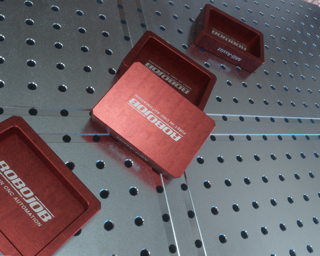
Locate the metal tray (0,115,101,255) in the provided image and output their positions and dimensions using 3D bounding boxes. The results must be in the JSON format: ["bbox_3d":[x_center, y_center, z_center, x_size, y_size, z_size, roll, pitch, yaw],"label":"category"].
[{"bbox_3d":[-0.133,0.061,0.295,0.130,0.030,0.090,46,51,4],"label":"metal tray"}]

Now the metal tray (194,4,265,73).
[{"bbox_3d":[0.131,-0.166,0.575,0.131,0.030,0.090,22,53,-15],"label":"metal tray"}]

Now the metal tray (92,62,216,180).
[{"bbox_3d":[-0.007,-0.009,0.387,0.130,0.030,0.090,38,71,-3],"label":"metal tray"}]

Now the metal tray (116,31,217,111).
[{"bbox_3d":[0.013,-0.077,0.458,0.130,0.030,0.090,33,51,-7],"label":"metal tray"}]
